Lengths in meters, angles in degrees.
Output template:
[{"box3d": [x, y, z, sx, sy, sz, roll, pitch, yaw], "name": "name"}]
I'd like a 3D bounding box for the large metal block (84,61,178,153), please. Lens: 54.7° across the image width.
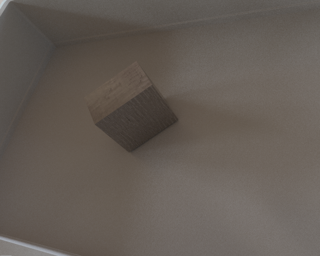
[{"box3d": [-0.035, -0.025, 0.399, 0.080, 0.080, 0.050, -34, 52, 5], "name": "large metal block"}]
